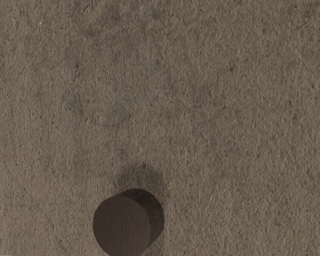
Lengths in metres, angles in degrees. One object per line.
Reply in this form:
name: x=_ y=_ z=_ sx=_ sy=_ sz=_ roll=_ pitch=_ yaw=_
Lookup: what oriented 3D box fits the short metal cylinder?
short metal cylinder: x=-0.040 y=0.124 z=0.409 sx=0.080 sy=0.050 sz=0.079 roll=0 pitch=90 yaw=19
